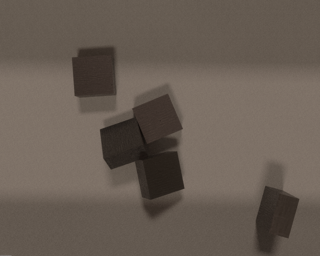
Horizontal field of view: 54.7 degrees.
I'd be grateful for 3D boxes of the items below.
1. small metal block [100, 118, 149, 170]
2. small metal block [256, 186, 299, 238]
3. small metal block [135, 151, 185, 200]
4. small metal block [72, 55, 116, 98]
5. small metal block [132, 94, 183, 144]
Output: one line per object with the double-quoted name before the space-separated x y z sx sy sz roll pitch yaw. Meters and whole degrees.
"small metal block" -0.046 0.019 0.396 0.050 0.025 0.050 -19 47 2
"small metal block" 0.151 0.107 0.401 0.025 0.050 0.050 16 90 0
"small metal block" 0.000 0.060 0.401 0.050 0.025 0.050 -12 91 -28
"small metal block" -0.086 -0.068 0.410 0.050 0.025 0.050 -4 90 -1
"small metal block" -0.003 -0.012 0.411 0.050 0.025 0.050 -23 90 -1
